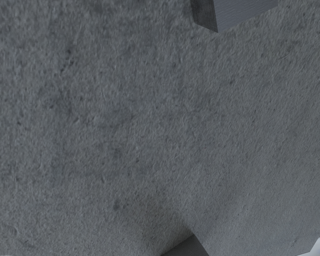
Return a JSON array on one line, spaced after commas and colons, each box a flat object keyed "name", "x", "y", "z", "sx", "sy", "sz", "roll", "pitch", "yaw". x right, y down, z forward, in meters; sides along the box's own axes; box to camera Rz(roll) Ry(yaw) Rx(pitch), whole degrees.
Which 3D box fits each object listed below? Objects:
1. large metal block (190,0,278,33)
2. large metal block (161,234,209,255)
[{"name": "large metal block", "x": 0.077, "y": -0.161, "z": 0.335, "sx": 0.080, "sy": 0.050, "sz": 0.080, "roll": -27, "pitch": 128, "yaw": -12}, {"name": "large metal block", "x": 0.055, "y": 0.257, "z": 0.563, "sx": 0.080, "sy": 0.080, "sz": 0.050, "roll": -30, "pitch": 129, "yaw": -10}]
